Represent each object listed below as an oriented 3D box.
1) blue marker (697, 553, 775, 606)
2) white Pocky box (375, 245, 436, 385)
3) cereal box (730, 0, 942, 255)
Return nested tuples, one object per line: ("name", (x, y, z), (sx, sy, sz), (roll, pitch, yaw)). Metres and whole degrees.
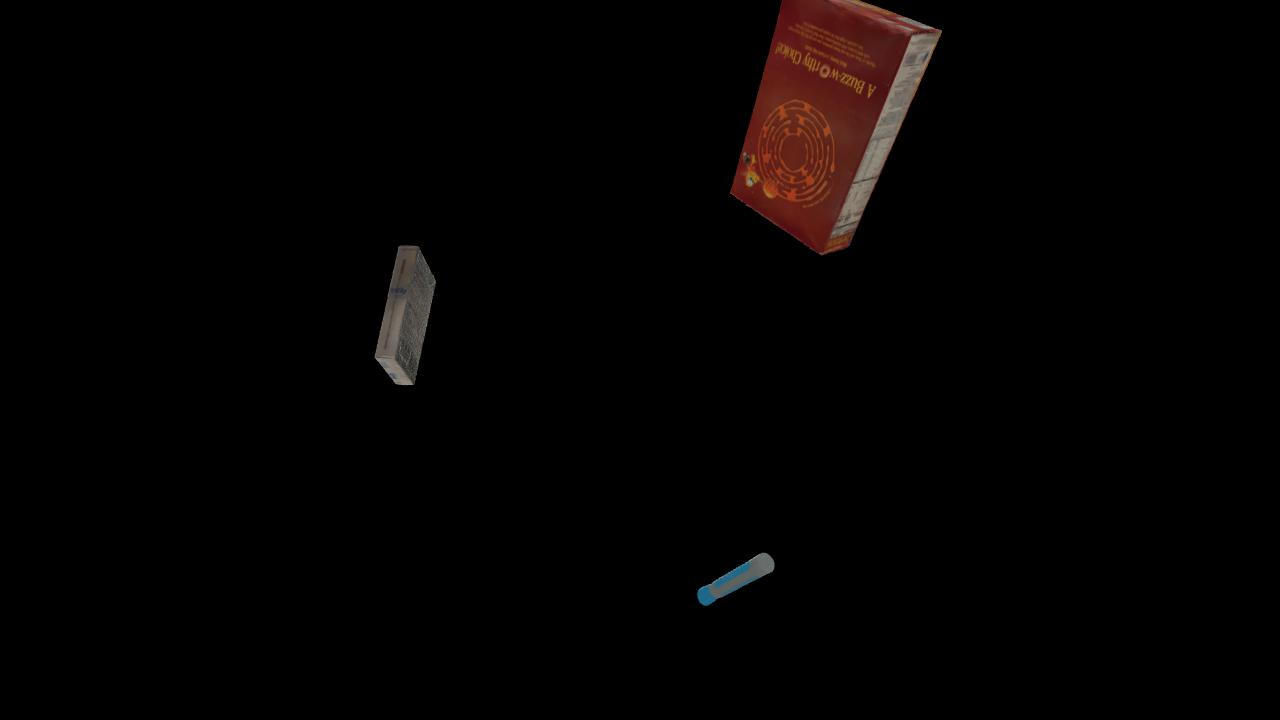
("blue marker", (0.091, 0.220, 0.611), (0.020, 0.020, 0.121), (0, -33, -31))
("white Pocky box", (-0.285, -0.054, 0.756), (0.028, 0.154, 0.084), (2, -25, -1))
("cereal box", (0.253, -0.329, 0.864), (0.081, 0.306, 0.203), (-22, 51, -31))
